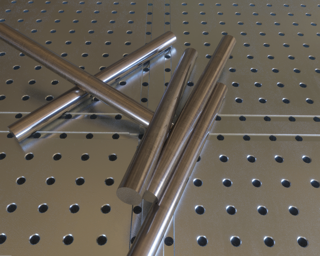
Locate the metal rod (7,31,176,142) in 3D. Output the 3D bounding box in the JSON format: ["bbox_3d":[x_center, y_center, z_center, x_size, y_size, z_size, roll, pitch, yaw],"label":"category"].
[{"bbox_3d":[-0.085,-0.074,0.468,0.025,0.025,0.302,36,58,26],"label":"metal rod"}]

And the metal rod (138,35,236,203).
[{"bbox_3d":[0.049,-0.034,0.410,0.025,0.025,0.301,19,53,15],"label":"metal rod"}]

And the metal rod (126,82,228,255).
[{"bbox_3d":[0.027,0.047,0.368,0.025,0.025,0.301,19,52,15],"label":"metal rod"}]

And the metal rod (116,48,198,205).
[{"bbox_3d":[0.011,-0.029,0.398,0.025,0.025,0.301,12,41,10],"label":"metal rod"}]

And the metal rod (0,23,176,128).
[{"bbox_3d":[-0.107,-0.067,0.429,0.301,0.025,0.025,31,56,11],"label":"metal rod"}]
